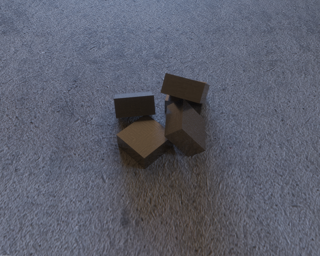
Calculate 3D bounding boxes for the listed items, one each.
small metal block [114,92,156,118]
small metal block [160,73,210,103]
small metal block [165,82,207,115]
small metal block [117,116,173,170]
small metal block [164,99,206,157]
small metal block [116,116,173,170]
[{"bbox_3d":[-0.034,-0.032,0.415,0.050,0.025,0.050,-6,13,-6],"label":"small metal block"},{"bbox_3d":[0.034,-0.050,0.397,0.050,0.025,0.050,17,9,13],"label":"small metal block"},{"bbox_3d":[0.037,-0.044,0.442,0.050,0.025,0.050,11,51,8],"label":"small metal block"},{"bbox_3d":[-0.018,0.016,0.391,0.050,0.025,0.050,38,59,27],"label":"small metal block"},{"bbox_3d":[0.032,0.000,0.386,0.025,0.050,0.050,-24,41,31],"label":"small metal block"},{"bbox_3d":[-0.018,0.016,0.391,0.050,0.025,0.050,37,59,27],"label":"small metal block"}]
